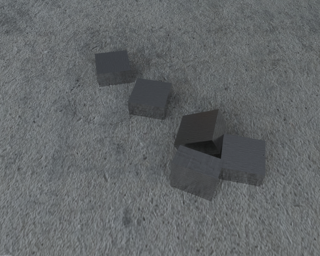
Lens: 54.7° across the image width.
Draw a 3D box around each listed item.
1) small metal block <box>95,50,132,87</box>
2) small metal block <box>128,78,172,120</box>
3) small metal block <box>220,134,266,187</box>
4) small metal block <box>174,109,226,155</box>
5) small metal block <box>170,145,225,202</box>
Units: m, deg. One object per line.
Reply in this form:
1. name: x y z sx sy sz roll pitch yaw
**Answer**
1. small metal block: -0.072 -0.093 0.481 0.050 0.025 0.050 -8 51 -7
2. small metal block: -0.013 -0.042 0.438 0.050 0.025 0.050 10 51 8
3. small metal block: 0.098 0.038 0.372 0.050 0.025 0.050 10 51 8
4. small metal block: 0.050 0.007 0.383 0.050 0.025 0.050 -10 43 32
5. small metal block: 0.040 0.051 0.344 0.050 0.050 0.025 18 53 15
